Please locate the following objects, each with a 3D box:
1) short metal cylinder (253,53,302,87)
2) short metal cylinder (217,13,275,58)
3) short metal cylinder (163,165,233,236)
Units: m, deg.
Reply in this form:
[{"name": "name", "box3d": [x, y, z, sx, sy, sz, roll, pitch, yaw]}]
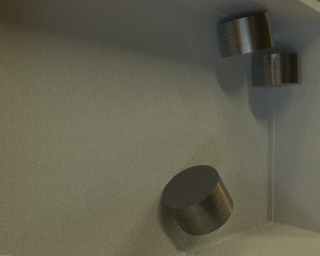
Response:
[{"name": "short metal cylinder", "box3d": [0.206, -0.100, 0.547, 0.081, 0.080, 0.050, -6, 94, -40]}, {"name": "short metal cylinder", "box3d": [0.134, -0.144, 0.486, 0.081, 0.080, 0.050, -22, 105, -38]}, {"name": "short metal cylinder", "box3d": [0.051, 0.095, 0.416, 0.080, 0.080, 0.050, -44, 117, -31]}]
